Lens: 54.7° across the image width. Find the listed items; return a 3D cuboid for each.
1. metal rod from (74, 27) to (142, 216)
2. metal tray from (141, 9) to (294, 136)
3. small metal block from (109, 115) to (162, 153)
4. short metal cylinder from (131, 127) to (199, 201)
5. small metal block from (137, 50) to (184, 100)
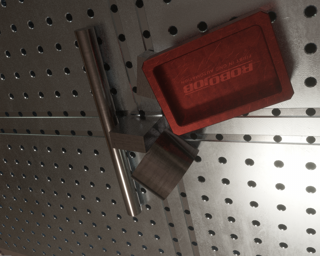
[{"bbox_3d":[-0.068,0.008,0.450,0.025,0.025,0.298,3,120,26],"label":"metal rod"},{"bbox_3d":[0.059,-0.054,0.322,0.130,0.030,0.090,-19,109,20],"label":"metal tray"},{"bbox_3d":[-0.031,0.007,0.414,0.050,0.050,0.025,7,121,24],"label":"small metal block"},{"bbox_3d":[0.007,0.046,0.399,0.050,0.080,0.079,36,129,4],"label":"short metal cylinder"},{"bbox_3d":[0.000,-0.061,0.372,0.050,0.025,0.050,16,125,18],"label":"small metal block"}]
